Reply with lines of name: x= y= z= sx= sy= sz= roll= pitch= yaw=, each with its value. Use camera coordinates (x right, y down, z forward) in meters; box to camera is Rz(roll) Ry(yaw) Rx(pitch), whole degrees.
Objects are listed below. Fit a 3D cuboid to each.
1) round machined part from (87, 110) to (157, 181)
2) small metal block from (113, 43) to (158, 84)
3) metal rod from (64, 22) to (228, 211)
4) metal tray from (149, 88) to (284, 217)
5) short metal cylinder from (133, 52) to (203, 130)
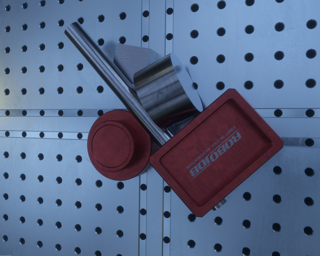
round machined part: x=-0.058 y=0.023 z=0.422 sx=0.098 sy=0.042 sz=0.097 roll=0 pitch=90 yaw=19
small metal block: x=-0.036 y=-0.085 z=0.425 sx=0.050 sy=0.025 sz=0.050 roll=14 pitch=95 yaw=19
metal rod: x=-0.021 y=-0.018 z=0.401 sx=0.025 sy=0.025 sz=0.300 roll=-41 pitch=85 yaw=15
metal tray: x=0.064 y=0.028 z=0.364 sx=0.130 sy=0.030 sz=0.090 roll=-41 pitch=85 yaw=-1
short metal cylinder: x=0.011 y=-0.044 z=0.378 sx=0.050 sy=0.080 sz=0.080 roll=-26 pitch=82 yaw=18
